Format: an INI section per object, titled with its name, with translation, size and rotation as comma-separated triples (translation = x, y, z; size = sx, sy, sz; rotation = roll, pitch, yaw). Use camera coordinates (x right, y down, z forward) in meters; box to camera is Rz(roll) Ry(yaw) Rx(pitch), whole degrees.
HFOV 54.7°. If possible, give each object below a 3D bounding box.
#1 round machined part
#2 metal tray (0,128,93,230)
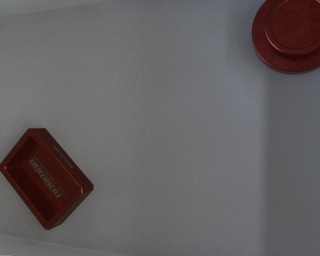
[round machined part]
translation = 0.154, -0.112, 0.347
size = 0.098, 0.042, 0.097
rotation = 0, 90, 19
[metal tray]
translation = -0.173, 0.074, 0.467
size = 0.130, 0.030, 0.090
rotation = 46, 104, 14
